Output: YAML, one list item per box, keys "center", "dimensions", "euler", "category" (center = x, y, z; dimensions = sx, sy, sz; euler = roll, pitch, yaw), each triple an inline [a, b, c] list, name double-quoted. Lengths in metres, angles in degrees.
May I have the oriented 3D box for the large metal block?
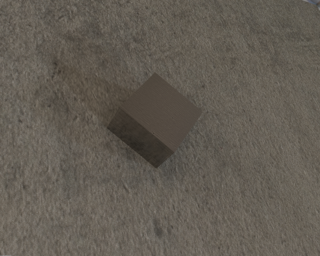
- center: [-0.005, -0.010, 0.393]
  dimensions: [0.080, 0.050, 0.080]
  euler: [40, 51, -2]
  category: "large metal block"
